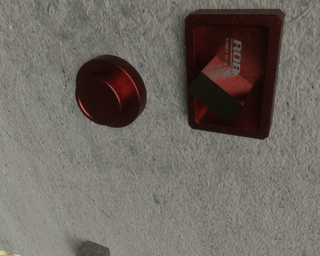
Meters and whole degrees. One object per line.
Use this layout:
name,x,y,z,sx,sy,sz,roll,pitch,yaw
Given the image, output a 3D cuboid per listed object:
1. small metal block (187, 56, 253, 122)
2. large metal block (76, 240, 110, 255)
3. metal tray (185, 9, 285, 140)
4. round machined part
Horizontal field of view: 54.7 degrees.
small metal block,0.062,-0.041,0.315,0.050,0.050,0.025,39,129,1
large metal block,-0.141,0.291,0.623,0.050,0.080,0.079,11,123,22
metal tray,0.076,-0.056,0.328,0.090,0.030,0.129,9,122,23
round machined part,-0.071,-0.042,0.405,0.098,0.042,0.097,13,124,20
